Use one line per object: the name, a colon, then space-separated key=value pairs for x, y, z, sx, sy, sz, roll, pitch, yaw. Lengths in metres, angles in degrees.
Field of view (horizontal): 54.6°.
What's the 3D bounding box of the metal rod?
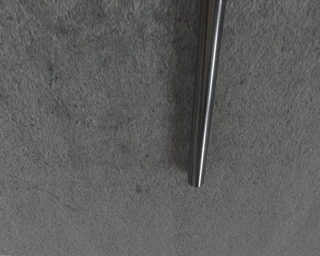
metal rod: x=0.053 y=-0.033 z=0.379 sx=0.025 sy=0.025 sz=0.298 roll=-1 pitch=130 yaw=0
